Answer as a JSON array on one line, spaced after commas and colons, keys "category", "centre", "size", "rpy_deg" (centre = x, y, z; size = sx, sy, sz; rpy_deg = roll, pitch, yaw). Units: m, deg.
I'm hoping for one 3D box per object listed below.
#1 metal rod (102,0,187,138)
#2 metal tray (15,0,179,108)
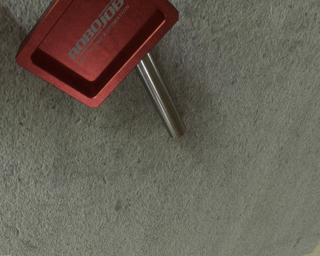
[{"category": "metal rod", "centre": [-0.031, -0.098, 0.329], "size": [0.025, 0.025, 0.299], "rpy_deg": [-33, 129, -7]}, {"category": "metal tray", "centre": [-0.059, -0.090, 0.291], "size": [0.090, 0.030, 0.130], "rpy_deg": [33, 113, -33]}]
